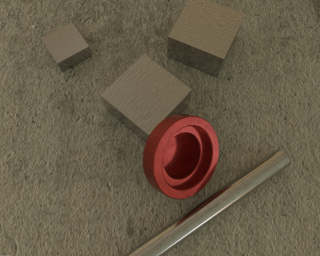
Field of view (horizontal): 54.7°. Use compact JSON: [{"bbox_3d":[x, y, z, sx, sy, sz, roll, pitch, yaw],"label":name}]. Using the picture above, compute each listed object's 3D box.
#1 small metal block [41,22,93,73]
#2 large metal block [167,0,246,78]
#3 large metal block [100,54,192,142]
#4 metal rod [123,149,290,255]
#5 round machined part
[{"bbox_3d":[-0.135,-0.117,0.450,0.050,0.025,0.050,-32,73,-11],"label":"small metal block"},{"bbox_3d":[0.064,-0.131,0.443,0.080,0.050,0.080,24,72,8],"label":"large metal block"},{"bbox_3d":[-0.017,-0.036,0.408,0.080,0.050,0.080,39,75,13],"label":"large metal block"},{"bbox_3d":[0.030,0.116,0.365,0.301,0.025,0.025,-32,73,-11],"label":"metal rod"},{"bbox_3d":[0.020,0.031,0.369,0.098,0.098,0.042,-53,34,-16],"label":"round machined part"}]
